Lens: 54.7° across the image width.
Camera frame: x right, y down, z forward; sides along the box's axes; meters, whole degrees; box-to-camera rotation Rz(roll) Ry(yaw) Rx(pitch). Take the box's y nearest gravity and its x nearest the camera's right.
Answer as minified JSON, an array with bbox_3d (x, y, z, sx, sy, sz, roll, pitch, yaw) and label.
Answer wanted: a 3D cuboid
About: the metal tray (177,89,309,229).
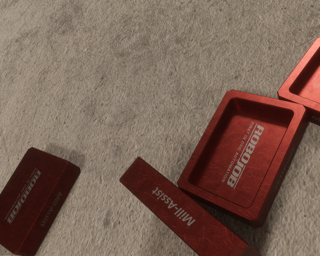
[{"bbox_3d":[0.088,0.026,0.329,0.090,0.030,0.130,19,71,36],"label":"metal tray"}]

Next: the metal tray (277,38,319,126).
[{"bbox_3d":[0.203,-0.037,0.316,0.130,0.030,0.090,32,79,37],"label":"metal tray"}]

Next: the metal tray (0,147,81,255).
[{"bbox_3d":[-0.180,0.098,0.432,0.090,0.030,0.130,14,68,33],"label":"metal tray"}]

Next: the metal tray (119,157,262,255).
[{"bbox_3d":[0.029,0.086,0.293,0.130,0.090,0.030,34,81,38],"label":"metal tray"}]
